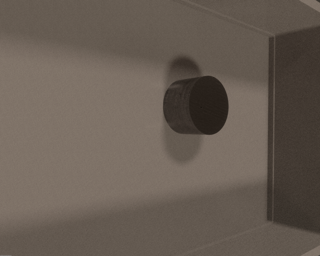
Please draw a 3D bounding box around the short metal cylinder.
[{"bbox_3d":[0.051,-0.031,0.436,0.081,0.050,0.079,0,90,-40],"label":"short metal cylinder"}]
